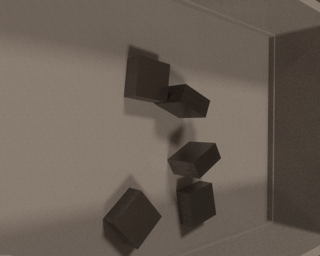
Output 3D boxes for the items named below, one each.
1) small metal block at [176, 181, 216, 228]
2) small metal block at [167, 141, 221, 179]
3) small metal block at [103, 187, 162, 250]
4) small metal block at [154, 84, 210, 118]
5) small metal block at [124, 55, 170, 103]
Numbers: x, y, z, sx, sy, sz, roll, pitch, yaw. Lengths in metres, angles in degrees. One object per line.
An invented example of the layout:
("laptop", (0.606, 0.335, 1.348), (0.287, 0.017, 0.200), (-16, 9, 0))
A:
("small metal block", (0.054, 0.110, 0.454), (0.050, 0.025, 0.050), (-15, 100, -39))
("small metal block", (0.048, 0.043, 0.433), (0.050, 0.050, 0.025), (-36, 113, -34))
("small metal block", (-0.033, 0.111, 0.381), (0.050, 0.025, 0.050), (-49, 119, -29))
("small metal block", (0.030, -0.035, 0.418), (0.050, 0.050, 0.025), (27, 73, -37))
("small metal block", (-0.016, -0.061, 0.395), (0.050, 0.025, 0.050), (8, 85, -40))
